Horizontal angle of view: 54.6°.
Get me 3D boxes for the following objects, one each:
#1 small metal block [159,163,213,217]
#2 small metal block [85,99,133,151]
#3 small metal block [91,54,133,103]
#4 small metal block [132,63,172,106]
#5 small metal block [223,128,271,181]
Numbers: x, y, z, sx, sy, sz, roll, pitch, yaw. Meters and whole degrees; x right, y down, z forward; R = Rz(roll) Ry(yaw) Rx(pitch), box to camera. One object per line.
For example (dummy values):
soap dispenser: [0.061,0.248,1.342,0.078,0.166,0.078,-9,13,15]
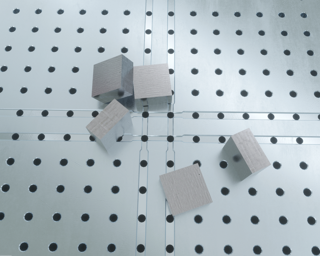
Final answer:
small metal block: [0.031,0.077,0.384,0.050,0.025,0.050,-17,71,-6]
small metal block: [-0.063,-0.003,0.399,0.025,0.050,0.050,39,75,13]
small metal block: [-0.065,-0.066,0.424,0.050,0.025,0.050,-12,67,29]
small metal block: [-0.011,-0.060,0.434,0.050,0.025,0.050,-6,70,-2]
small metal block: [0.106,0.034,0.387,0.025,0.050,0.050,-24,72,-8]
